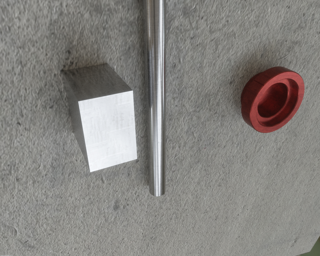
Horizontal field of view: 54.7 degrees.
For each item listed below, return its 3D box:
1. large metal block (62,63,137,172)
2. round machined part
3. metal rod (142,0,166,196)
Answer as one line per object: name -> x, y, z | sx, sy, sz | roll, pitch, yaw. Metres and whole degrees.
large metal block -> -0.064, -0.014, 0.328 | 0.050, 0.080, 0.079 | -14, 125, -21
round machined part -> 0.160, -0.045, 0.458 | 0.099, 0.042, 0.097 | -14, 125, -21
metal rod -> -0.005, -0.033, 0.385 | 0.025, 0.025, 0.298 | -14, 125, -21
